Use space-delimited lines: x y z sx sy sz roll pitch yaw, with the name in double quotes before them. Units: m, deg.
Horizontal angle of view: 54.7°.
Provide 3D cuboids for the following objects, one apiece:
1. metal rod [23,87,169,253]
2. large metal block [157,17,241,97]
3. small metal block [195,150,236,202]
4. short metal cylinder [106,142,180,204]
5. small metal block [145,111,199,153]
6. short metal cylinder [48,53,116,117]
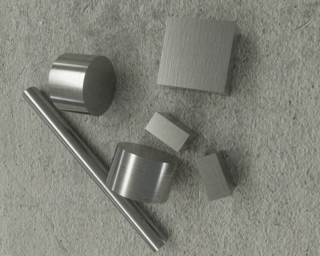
"metal rod" -0.099 0.050 0.442 0.300 0.025 0.025 46 104 14
"large metal block" 0.048 -0.085 0.378 0.080 0.050 0.079 10 93 19
"small metal block" 0.068 0.055 0.371 0.025 0.050 0.050 -21 83 18
"short metal cylinder" -0.021 0.054 0.386 0.080 0.080 0.050 18 96 18
"small metal block" 0.016 0.004 0.389 0.050 0.050 0.025 36 101 16
"short metal cylinder" -0.101 -0.058 0.414 0.050 0.080 0.079 10 93 19
